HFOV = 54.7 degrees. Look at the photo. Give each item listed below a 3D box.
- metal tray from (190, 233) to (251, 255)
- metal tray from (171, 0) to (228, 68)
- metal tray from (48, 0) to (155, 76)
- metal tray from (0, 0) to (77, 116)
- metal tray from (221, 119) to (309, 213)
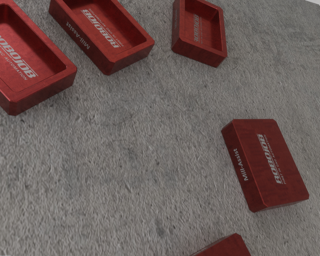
[{"bbox_3d":[0.051,0.177,0.319,0.131,0.030,0.090,-13,69,-34],"label":"metal tray"},{"bbox_3d":[0.068,-0.175,0.543,0.091,0.030,0.130,16,55,-19],"label":"metal tray"},{"bbox_3d":[-0.082,-0.145,0.444,0.130,0.030,0.091,48,51,6],"label":"metal tray"},{"bbox_3d":[-0.174,-0.087,0.359,0.130,0.030,0.091,46,51,4],"label":"metal tray"},{"bbox_3d":[0.152,0.050,0.451,0.091,0.030,0.130,-1,62,-29],"label":"metal tray"}]
